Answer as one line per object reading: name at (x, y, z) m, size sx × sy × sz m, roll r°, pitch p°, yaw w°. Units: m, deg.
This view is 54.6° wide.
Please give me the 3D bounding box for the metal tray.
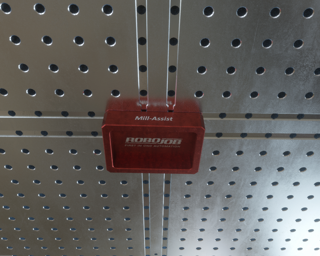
metal tray at (-0.009, 0.022, 0.426) m, size 0.131 × 0.030 × 0.089 m, roll 1°, pitch 130°, yaw -2°
